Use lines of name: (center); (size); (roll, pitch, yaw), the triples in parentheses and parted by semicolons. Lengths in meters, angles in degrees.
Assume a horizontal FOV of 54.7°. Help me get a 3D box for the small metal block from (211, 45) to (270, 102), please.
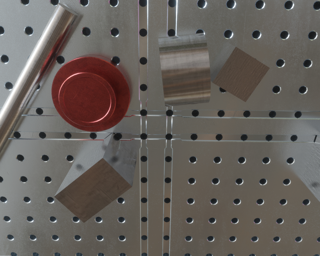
small metal block: (0.099, -0.069, 0.389); (0.050, 0.025, 0.050); (29, 107, -10)

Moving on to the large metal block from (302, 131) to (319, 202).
large metal block: (0.240, 0.059, 0.408); (0.050, 0.080, 0.079); (7, 110, -3)

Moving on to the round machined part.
round machined part: (-0.087, -0.040, 0.389); (0.099, 0.042, 0.097); (0, 111, 0)

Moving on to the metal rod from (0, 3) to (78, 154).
metal rod: (-0.192, -0.023, 0.402); (0.025, 0.025, 0.299); (33, 107, -12)

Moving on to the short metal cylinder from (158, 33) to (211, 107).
short metal cylinder: (0.027, -0.067, 0.360); (0.050, 0.080, 0.079); (-6, 110, 2)

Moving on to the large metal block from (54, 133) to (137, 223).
large metal block: (-0.080, 0.062, 0.406); (0.080, 0.080, 0.050); (-38, 106, 13)
